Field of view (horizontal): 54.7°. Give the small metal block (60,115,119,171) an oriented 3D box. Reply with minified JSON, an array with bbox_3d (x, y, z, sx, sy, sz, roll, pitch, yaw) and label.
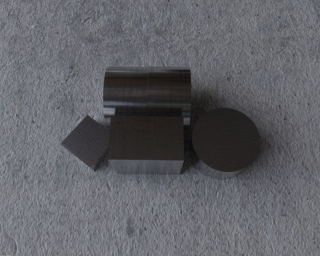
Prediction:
[{"bbox_3d":[-0.090,0.020,0.402,0.050,0.025,0.050,36,74,12],"label":"small metal block"}]

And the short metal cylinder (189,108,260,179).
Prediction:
[{"bbox_3d":[0.078,0.021,0.389,0.081,0.050,0.080,0,70,0],"label":"short metal cylinder"}]

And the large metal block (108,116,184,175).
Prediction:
[{"bbox_3d":[-0.015,0.024,0.372,0.081,0.080,0.050,1,70,0],"label":"large metal block"}]

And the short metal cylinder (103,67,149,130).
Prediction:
[{"bbox_3d":[-0.040,-0.037,0.394,0.050,0.080,0.080,1,70,0],"label":"short metal cylinder"}]

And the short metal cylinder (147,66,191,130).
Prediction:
[{"bbox_3d":[0.011,-0.038,0.394,0.050,0.080,0.080,1,70,0],"label":"short metal cylinder"}]
